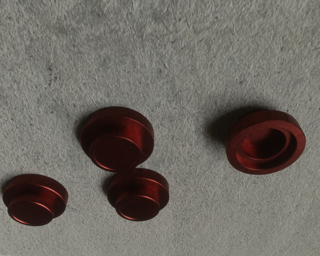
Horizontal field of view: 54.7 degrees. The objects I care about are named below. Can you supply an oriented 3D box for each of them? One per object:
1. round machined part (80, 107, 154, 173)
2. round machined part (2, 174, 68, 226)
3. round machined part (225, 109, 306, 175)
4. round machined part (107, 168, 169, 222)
[{"bbox_3d":[-0.057,0.022,0.414,0.099,0.042,0.097,0,130,0],"label":"round machined part"},{"bbox_3d":[-0.202,0.121,0.497,0.099,0.042,0.097,0,130,0],"label":"round machined part"},{"bbox_3d":[0.134,0.014,0.409,0.099,0.042,0.097,0,130,0],"label":"round machined part"},{"bbox_3d":[-0.035,0.111,0.490,0.099,0.042,0.097,0,130,0],"label":"round machined part"}]
